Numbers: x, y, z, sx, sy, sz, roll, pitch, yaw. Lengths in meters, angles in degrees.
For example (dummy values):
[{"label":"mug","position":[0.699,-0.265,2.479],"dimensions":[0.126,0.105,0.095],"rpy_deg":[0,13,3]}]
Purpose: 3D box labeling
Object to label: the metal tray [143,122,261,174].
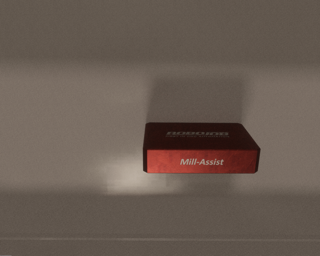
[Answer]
[{"label":"metal tray","position":[0.046,0.022,0.385],"dimensions":[0.131,0.090,0.030],"rpy_deg":[0,110,-1]}]
